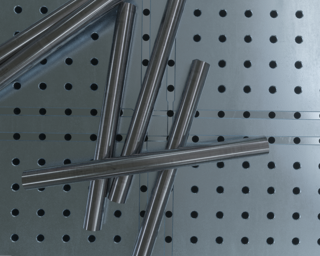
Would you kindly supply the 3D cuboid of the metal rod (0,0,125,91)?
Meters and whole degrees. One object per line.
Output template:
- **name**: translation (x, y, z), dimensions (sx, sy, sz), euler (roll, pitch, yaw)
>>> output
- **metal rod**: translation (-0.161, -0.098, 0.402), dimensions (0.300, 0.025, 0.025), euler (-35, 90, 4)

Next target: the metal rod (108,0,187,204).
- **metal rod**: translation (-0.014, -0.047, 0.413), dimensions (0.025, 0.025, 0.299), euler (17, 90, 0)

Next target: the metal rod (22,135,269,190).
- **metal rod**: translation (-0.017, 0.043, 0.387), dimensions (0.302, 0.025, 0.025), euler (-8, 90, 0)

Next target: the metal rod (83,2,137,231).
- **metal rod**: translation (-0.067, -0.015, 0.412), dimensions (0.025, 0.025, 0.298), euler (9, 90, 0)

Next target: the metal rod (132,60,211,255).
- **metal rod**: translation (0.011, 0.056, 0.413), dimensions (0.025, 0.025, 0.299), euler (17, 90, 0)

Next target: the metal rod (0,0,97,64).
- **metal rod**: translation (-0.141, -0.141, 0.412), dimensions (0.301, 0.025, 0.025), euler (-33, 90, 0)
